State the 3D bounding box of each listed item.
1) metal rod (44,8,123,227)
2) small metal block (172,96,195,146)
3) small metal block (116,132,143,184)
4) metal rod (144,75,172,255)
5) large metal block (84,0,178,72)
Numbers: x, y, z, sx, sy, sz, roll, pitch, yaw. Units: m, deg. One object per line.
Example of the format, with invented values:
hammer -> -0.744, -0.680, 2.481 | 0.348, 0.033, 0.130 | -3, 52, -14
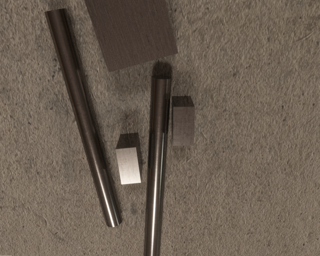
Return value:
metal rod -> -0.094, 0.002, 0.408 | 0.025, 0.025, 0.298 | -10, 110, 3
small metal block -> 0.028, -0.010, 0.393 | 0.025, 0.050, 0.050 | -1, 110, 0
small metal block -> -0.039, 0.039, 0.410 | 0.025, 0.050, 0.050 | -6, 110, 2
metal rod -> -0.006, 0.076, 0.437 | 0.025, 0.025, 0.298 | 3, 110, -2
large metal block -> -0.029, -0.117, 0.353 | 0.080, 0.050, 0.080 | -15, 110, 5
